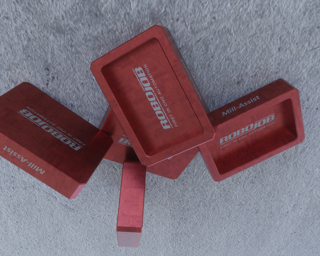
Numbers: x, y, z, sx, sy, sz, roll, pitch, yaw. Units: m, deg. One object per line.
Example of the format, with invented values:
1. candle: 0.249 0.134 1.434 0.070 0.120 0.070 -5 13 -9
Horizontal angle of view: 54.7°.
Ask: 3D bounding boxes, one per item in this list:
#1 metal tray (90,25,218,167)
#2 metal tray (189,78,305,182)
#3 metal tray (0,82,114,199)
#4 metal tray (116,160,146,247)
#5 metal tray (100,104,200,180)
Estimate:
1. metal tray: -0.006 -0.033 0.339 0.090 0.030 0.130 -25 97 19
2. metal tray: 0.111 0.006 0.390 0.130 0.030 0.090 -26 127 2
3. metal tray: -0.128 0.010 0.353 0.130 0.090 0.030 35 123 -6
4. metal tray: -0.040 0.111 0.434 0.030 0.090 0.129 5 151 -4
5. metal tray: -0.016 0.016 0.419 0.131 0.030 0.089 20 127 -17
